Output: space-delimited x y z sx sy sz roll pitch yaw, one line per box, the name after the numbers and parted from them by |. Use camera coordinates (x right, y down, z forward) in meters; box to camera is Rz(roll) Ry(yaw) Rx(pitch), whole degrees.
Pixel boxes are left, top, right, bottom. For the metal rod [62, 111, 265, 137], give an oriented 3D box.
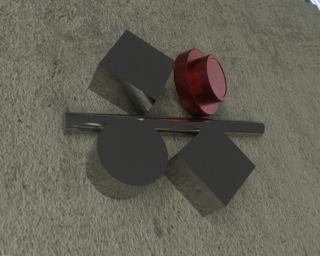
0.024 -0.003 0.423 0.303 0.025 0.025 2 61 -28 | metal rod

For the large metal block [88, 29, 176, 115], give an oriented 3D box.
-0.035 -0.071 0.412 0.080 0.050 0.080 32 51 -8 | large metal block

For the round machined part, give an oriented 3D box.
0.064 -0.066 0.441 0.098 0.042 0.098 25 59 -50 | round machined part

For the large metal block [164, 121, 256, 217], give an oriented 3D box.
0.061 0.051 0.393 0.080 0.050 0.080 48 51 5 | large metal block

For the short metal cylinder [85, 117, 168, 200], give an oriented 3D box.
-0.038 0.035 0.348 0.081 0.050 0.080 14 56 -21 | short metal cylinder
